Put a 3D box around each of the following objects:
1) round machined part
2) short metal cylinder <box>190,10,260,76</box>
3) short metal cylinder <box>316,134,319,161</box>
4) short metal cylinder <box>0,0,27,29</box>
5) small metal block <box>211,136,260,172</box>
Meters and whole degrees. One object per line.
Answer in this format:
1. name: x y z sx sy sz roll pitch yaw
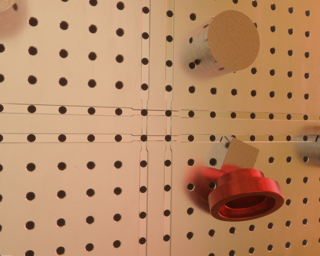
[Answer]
1. round machined part: 0.115 0.090 0.427 0.099 0.097 0.042 10 49 -20
2. short metal cylinder: 0.090 -0.116 0.432 0.081 0.050 0.080 0 90 -20
3. short metal cylinder: 0.311 0.033 0.514 0.081 0.050 0.080 0 90 -20
4. short metal cylinder: -0.187 -0.153 0.330 0.081 0.050 0.080 0 90 -20
5. small metal block: 0.111 0.045 0.453 0.050 0.025 0.050 25 82 -19
